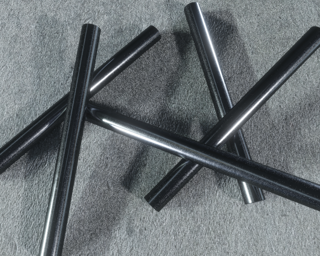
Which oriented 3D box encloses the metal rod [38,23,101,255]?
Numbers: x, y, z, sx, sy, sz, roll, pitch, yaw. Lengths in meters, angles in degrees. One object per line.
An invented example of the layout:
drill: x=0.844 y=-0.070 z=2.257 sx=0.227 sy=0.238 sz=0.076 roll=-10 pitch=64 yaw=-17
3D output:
metal rod: x=-0.109 y=0.010 z=0.384 sx=0.025 sy=0.025 sz=0.299 roll=6 pitch=77 yaw=2

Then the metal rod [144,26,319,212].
metal rod: x=0.096 y=-0.014 z=0.384 sx=0.300 sy=0.025 sz=0.025 roll=-45 pitch=76 yaw=-4

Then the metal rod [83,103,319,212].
metal rod: x=0.034 y=0.025 z=0.358 sx=0.301 sy=0.025 sz=0.025 roll=20 pitch=71 yaw=23

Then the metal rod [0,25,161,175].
metal rod: x=-0.113 y=-0.041 z=0.422 sx=0.025 sy=0.025 sz=0.301 roll=43 pitch=75 yaw=14

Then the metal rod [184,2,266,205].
metal rod: x=0.082 y=-0.047 z=0.425 sx=0.025 sy=0.025 sz=0.299 roll=-12 pitch=70 yaw=-4
